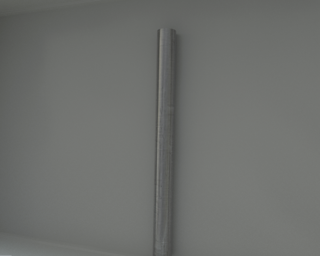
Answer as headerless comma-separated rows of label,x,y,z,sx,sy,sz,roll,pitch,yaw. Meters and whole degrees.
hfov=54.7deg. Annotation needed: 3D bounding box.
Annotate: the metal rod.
metal rod,0.006,0.022,0.407,0.025,0.025,0.298,1,90,19
